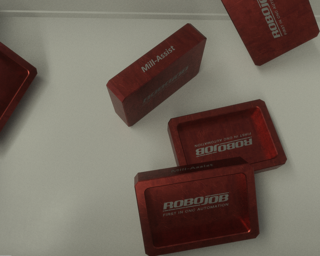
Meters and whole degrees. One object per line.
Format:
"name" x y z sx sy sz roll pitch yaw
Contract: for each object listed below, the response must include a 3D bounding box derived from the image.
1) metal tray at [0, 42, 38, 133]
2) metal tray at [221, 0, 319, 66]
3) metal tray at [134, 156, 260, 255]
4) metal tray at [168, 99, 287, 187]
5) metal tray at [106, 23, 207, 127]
"metal tray" -0.229 -0.047 0.389 0.030 0.090 0.130 6 65 42
"metal tray" 0.139 -0.155 0.401 0.090 0.130 0.030 -27 34 20
"metal tray" 0.042 0.088 0.353 0.131 0.030 0.089 -9 100 -4
"metal tray" 0.083 0.020 0.400 0.131 0.030 0.090 -13 71 -5
"metal tray" -0.002 -0.065 0.398 0.130 0.090 0.030 -39 75 -13
